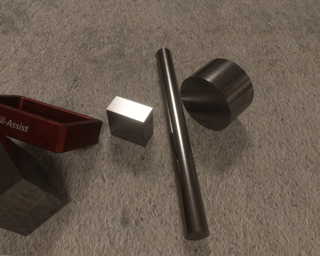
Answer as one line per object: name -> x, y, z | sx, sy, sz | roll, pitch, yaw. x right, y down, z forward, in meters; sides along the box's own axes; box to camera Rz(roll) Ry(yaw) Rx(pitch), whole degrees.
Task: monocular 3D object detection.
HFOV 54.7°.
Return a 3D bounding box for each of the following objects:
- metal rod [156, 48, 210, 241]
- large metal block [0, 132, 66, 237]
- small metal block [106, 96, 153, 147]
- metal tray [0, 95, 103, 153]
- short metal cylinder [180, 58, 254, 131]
metal rod -> 0.022, -0.005, 0.407 | 0.025, 0.025, 0.300 | -4, 50, -4
large metal block -> -0.154, 0.054, 0.313 | 0.050, 0.080, 0.080 | -40, 60, -11
small metal block -> -0.037, -0.008, 0.393 | 0.050, 0.050, 0.025 | 19, 53, 15
metal tray -> -0.148, -0.009, 0.370 | 0.130, 0.030, 0.090 | 17, 9, 13
short metal cylinder -> 0.073, -0.044, 0.405 | 0.080, 0.080, 0.050 | 36, 59, 26
